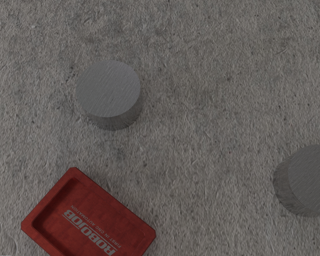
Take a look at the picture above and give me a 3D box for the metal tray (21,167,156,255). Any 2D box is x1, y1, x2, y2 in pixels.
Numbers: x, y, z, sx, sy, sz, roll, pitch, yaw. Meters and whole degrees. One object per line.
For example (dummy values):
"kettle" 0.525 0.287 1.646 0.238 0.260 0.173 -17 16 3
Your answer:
"metal tray" -0.081 0.119 0.361 0.130 0.030 0.090 36 74 12

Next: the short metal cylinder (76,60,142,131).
"short metal cylinder" -0.065 -0.042 0.410 0.081 0.050 0.080 0 70 0

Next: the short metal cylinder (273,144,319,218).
"short metal cylinder" 0.185 0.065 0.373 0.081 0.050 0.080 0 70 0
